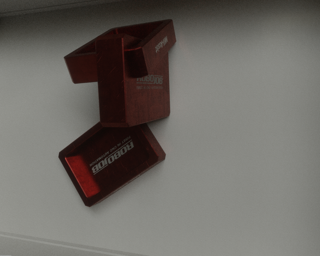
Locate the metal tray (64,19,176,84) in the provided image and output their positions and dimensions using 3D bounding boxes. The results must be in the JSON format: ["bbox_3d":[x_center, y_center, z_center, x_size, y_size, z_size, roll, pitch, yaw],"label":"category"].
[{"bbox_3d":[-0.040,-0.095,0.370,0.090,0.130,0.030,-2,120,20],"label":"metal tray"}]

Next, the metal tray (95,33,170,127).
[{"bbox_3d":[-0.024,-0.053,0.358,0.030,0.131,0.089,0,97,21],"label":"metal tray"}]

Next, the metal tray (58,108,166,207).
[{"bbox_3d":[-0.069,0.039,0.432,0.130,0.030,0.090,-35,79,16],"label":"metal tray"}]
